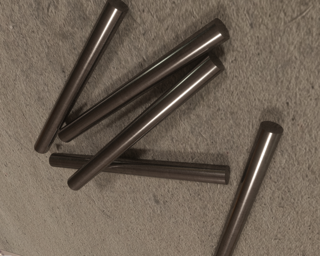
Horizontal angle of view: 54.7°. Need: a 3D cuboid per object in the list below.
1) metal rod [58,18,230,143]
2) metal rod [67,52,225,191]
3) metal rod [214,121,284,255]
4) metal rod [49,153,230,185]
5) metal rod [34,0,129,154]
[{"bbox_3d":[-0.044,-0.044,0.400,0.299,0.025,0.025,-28,104,37],"label":"metal rod"},{"bbox_3d":[-0.037,0.008,0.410,0.025,0.025,0.299,47,123,-5],"label":"metal rod"},{"bbox_3d":[0.107,0.121,0.424,0.025,0.025,0.298,19,126,16],"label":"metal rod"},{"bbox_3d":[-0.047,0.058,0.465,0.301,0.025,0.025,1,119,27],"label":"metal rod"},{"bbox_3d":[-0.125,-0.052,0.438,0.025,0.025,0.298,42,129,-1],"label":"metal rod"}]
